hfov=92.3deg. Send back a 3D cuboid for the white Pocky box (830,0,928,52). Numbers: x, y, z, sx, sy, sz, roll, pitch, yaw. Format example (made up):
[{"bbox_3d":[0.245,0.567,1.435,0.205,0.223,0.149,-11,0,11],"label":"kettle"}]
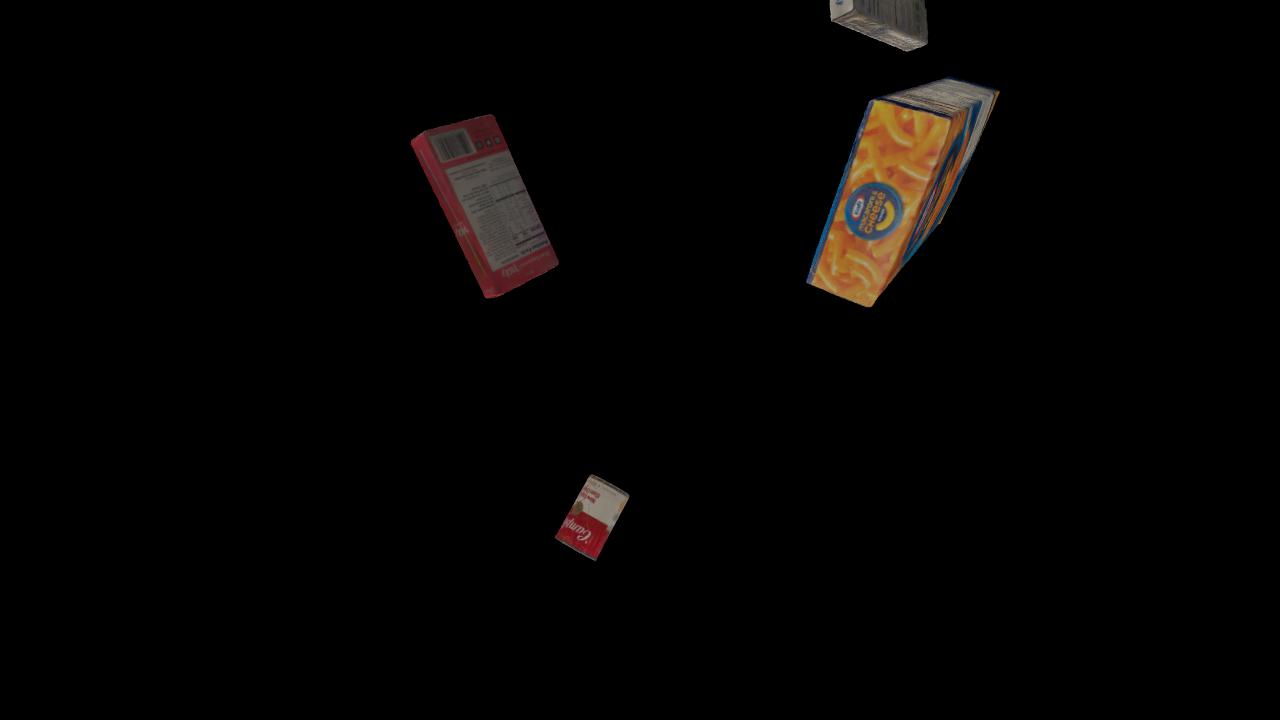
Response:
[{"bbox_3d":[0.235,-0.361,0.602,0.154,0.084,0.028,-11,7,-41],"label":"white Pocky box"}]

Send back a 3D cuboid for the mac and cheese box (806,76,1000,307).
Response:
[{"bbox_3d":[0.155,-0.104,0.348,0.041,0.093,0.184,28,37,22],"label":"mac and cheese box"}]

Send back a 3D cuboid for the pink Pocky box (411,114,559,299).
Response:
[{"bbox_3d":[-0.142,-0.144,0.579,0.029,0.155,0.084,-7,22,43],"label":"pink Pocky box"}]

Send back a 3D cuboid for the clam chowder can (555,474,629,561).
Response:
[{"bbox_3d":[-0.067,0.223,0.877,0.068,0.102,0.068,28,-15,8],"label":"clam chowder can"}]
